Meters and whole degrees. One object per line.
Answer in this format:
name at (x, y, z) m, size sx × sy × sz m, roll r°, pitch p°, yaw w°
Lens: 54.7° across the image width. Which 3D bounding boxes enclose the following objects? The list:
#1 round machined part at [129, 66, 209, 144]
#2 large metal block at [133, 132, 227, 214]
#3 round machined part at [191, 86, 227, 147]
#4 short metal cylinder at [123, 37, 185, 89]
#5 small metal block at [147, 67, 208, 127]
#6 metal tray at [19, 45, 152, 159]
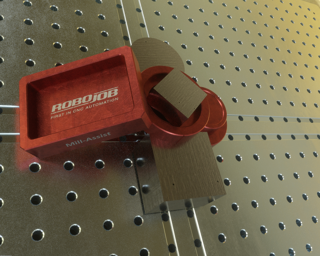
round machined part at (0.008, -0.024, 0.379) m, size 0.099 × 0.042 × 0.098 m, roll 14°, pitch 56°, yaw -21°
large metal block at (0.021, 0.051, 0.368) m, size 0.081 × 0.050 × 0.080 m, roll 1°, pitch 62°, yaw -28°
round machined part at (0.054, -0.020, 0.436) m, size 0.099 × 0.042 × 0.098 m, roll 14°, pitch 56°, yaw -21°
short metal cylinder at (-0.013, -0.078, 0.432) m, size 0.081 × 0.050 × 0.080 m, roll 14°, pitch 56°, yaw -21°
small metal block at (0.019, -0.036, 0.361) m, size 0.050 × 0.025 × 0.050 m, roll 41°, pitch 51°, yaw 0°
metal tray at (-0.082, -0.028, 0.331) m, size 0.131 × 0.030 × 0.090 m, roll -16°, pitch 65°, yaw 5°
